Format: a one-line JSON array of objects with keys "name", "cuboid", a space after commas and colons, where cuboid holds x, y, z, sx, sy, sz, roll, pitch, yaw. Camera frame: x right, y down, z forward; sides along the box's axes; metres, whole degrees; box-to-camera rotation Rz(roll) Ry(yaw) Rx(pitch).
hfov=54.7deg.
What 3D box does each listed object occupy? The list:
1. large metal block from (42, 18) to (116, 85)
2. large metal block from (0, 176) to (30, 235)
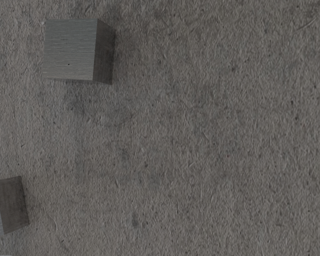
[{"name": "large metal block", "cuboid": [-0.113, -0.105, 0.435, 0.080, 0.050, 0.079, 6, 92, 20]}, {"name": "large metal block", "cuboid": [-0.263, 0.125, 0.488, 0.080, 0.050, 0.080, -13, 86, 19]}]
